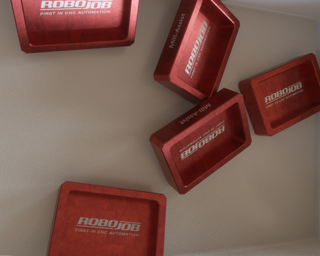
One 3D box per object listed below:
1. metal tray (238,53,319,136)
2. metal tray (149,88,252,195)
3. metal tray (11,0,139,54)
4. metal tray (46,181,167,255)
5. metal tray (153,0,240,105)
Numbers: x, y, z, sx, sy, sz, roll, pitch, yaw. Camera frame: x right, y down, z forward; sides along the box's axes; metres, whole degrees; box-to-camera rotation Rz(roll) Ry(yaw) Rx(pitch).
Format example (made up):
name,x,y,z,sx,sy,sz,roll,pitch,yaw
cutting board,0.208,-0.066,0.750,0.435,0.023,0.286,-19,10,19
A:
name,x,y,z,sx,sy,sz,roll,pitch,yaw
metal tray,0.194,-0.052,0.478,0.131,0.030,0.090,-24,98,-19
metal tray,0.059,0.017,0.411,0.131,0.030,0.090,-33,125,-17
metal tray,-0.091,-0.132,0.343,0.131,0.089,0.030,-10,53,-20
metal tray,-0.060,0.119,0.370,0.131,0.030,0.090,12,66,-20
metal tray,0.052,-0.105,0.409,0.090,0.030,0.130,26,81,-41
